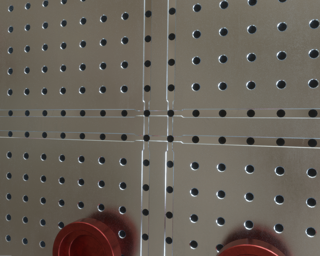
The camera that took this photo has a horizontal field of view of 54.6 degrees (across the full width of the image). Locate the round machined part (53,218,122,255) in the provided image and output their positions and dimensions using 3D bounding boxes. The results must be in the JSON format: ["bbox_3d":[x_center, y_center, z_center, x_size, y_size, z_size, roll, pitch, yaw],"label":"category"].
[{"bbox_3d":[-0.098,0.176,0.439,0.098,0.042,0.097,0,90,20],"label":"round machined part"}]

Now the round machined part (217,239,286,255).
[{"bbox_3d":[0.110,0.179,0.365,0.098,0.042,0.097,0,90,20],"label":"round machined part"}]
